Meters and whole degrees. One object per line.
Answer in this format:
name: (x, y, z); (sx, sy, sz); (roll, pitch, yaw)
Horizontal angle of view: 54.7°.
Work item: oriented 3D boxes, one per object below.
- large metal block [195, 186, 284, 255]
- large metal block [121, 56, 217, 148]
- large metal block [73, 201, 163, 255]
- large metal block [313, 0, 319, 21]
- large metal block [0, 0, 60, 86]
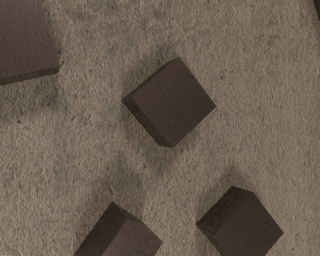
large metal block: (0.113, 0.143, 0.439); (0.080, 0.050, 0.080); (-42, 104, -15)
large metal block: (0.011, -0.032, 0.401); (0.080, 0.050, 0.080); (-43, 104, -15)
large metal block: (-0.052, 0.142, 0.362); (0.050, 0.080, 0.080); (39, 77, -16)
large metal block: (0.303, -0.225, 0.510); (0.081, 0.050, 0.080); (-24, 98, -19)
large metal block: (-0.162, -0.093, 0.336); (0.081, 0.050, 0.080); (-18, 96, -20)
